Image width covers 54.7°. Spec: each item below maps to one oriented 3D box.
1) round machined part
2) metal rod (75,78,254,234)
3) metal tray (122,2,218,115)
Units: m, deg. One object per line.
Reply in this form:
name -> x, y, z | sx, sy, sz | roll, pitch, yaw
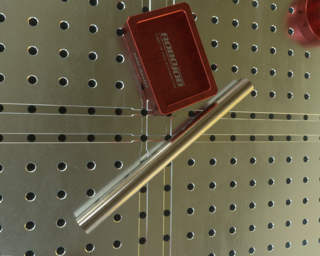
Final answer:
round machined part -> 0.277, -0.187, 0.505 | 0.099, 0.042, 0.097 | 0, 90, -20
metal rod -> 0.017, 0.028, 0.418 | 0.301, 0.025, 0.025 | -39, 103, -16
metal tray -> 0.015, -0.091, 0.414 | 0.091, 0.030, 0.129 | -23, 98, -19
